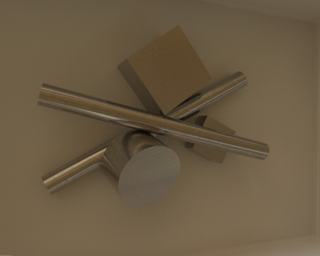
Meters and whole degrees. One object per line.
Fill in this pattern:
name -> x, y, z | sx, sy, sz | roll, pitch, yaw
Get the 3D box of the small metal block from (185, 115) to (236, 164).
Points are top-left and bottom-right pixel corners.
small metal block -> 0.071, 0.016, 0.435 | 0.050, 0.025, 0.050 | 28, 81, -18

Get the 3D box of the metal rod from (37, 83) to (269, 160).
metal rod -> 0.008, -0.002, 0.386 | 0.302, 0.025, 0.025 | 14, 85, -20

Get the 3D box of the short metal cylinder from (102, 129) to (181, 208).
short metal cylinder -> -0.023, 0.047, 0.373 | 0.081, 0.050, 0.079 | -14, 119, -27

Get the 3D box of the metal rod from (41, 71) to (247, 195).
metal rod -> -0.006, -0.002, 0.407 | 0.302, 0.025, 0.025 | -29, 100, -18

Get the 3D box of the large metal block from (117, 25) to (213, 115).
large metal block -> 0.006, -0.071, 0.398 | 0.080, 0.050, 0.080 | -38, 103, -16
